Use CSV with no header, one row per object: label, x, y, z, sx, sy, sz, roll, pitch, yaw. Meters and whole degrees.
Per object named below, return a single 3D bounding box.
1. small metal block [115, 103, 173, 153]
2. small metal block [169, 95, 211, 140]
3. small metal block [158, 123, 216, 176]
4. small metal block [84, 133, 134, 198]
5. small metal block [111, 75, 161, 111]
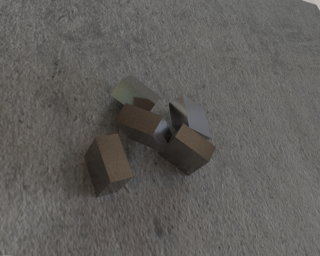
small metal block,-0.018,0.000,0.364,0.050,0.050,0.025,21,71,24
small metal block,0.041,-0.010,0.422,0.050,0.025,0.050,24,48,-45
small metal block,0.033,0.028,0.390,0.050,0.050,0.025,36,52,-5
small metal block,-0.057,0.041,0.333,0.025,0.050,0.050,-10,67,-33
small metal block,-0.029,-0.041,0.399,0.050,0.025,0.050,38,17,-3
